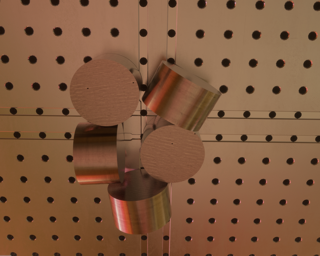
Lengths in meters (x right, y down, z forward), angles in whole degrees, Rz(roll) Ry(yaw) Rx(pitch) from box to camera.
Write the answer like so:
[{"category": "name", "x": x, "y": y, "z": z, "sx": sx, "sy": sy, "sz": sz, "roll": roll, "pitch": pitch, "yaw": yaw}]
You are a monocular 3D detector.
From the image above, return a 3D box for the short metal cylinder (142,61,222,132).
[{"category": "short metal cylinder", "x": 0.025, "y": -0.039, "z": 0.370, "sx": 0.080, "sy": 0.080, "sz": 0.050, "roll": 27, "pitch": 107, "yaw": -10}]

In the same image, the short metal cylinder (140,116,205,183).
[{"category": "short metal cylinder", "x": 0.016, "y": 0.025, "z": 0.409, "sx": 0.081, "sy": 0.050, "sz": 0.079, "roll": 0, "pitch": 111, "yaw": -1}]

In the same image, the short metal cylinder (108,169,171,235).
[{"category": "short metal cylinder", "x": -0.026, "y": 0.097, "z": 0.419, "sx": 0.080, "sy": 0.080, "sz": 0.050, "roll": -6, "pitch": 111, "yaw": 2}]

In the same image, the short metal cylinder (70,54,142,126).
[{"category": "short metal cylinder", "x": -0.064, "y": -0.048, "z": 0.381, "sx": 0.080, "sy": 0.050, "sz": 0.079, "roll": 0, "pitch": 110, "yaw": 1}]

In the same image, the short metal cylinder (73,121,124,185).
[{"category": "short metal cylinder", "x": -0.075, "y": 0.031, "z": 0.396, "sx": 0.050, "sy": 0.080, "sz": 0.079, "roll": -2, "pitch": 110, "yaw": 0}]
